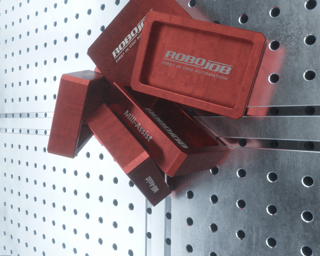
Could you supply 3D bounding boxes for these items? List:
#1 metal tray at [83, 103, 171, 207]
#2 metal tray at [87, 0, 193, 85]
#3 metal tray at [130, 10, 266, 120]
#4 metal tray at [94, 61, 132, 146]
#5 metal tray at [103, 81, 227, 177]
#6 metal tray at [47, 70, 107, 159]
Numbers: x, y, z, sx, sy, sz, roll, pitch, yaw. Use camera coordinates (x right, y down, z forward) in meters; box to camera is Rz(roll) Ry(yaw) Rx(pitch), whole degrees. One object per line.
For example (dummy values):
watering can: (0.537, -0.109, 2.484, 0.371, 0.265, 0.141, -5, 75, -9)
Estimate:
metal tray: (-0.036, 0.037, 0.377, 0.030, 0.130, 0.090, -38, 60, -9)
metal tray: (-0.026, -0.114, 0.404, 0.130, 0.030, 0.090, -44, 66, 15)
metal tray: (0.039, -0.070, 0.343, 0.130, 0.030, 0.089, 17, 102, 15)
metal tray: (-0.071, -0.049, 0.466, 0.090, 0.030, 0.129, 46, 117, 29)
metal tray: (0.005, -0.003, 0.362, 0.130, 0.091, 0.030, 46, 117, 30)
metal tray: (-0.100, -0.025, 0.394, 0.030, 0.130, 0.089, 14, 102, -4)
